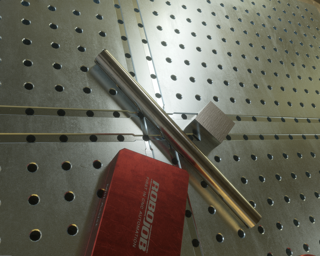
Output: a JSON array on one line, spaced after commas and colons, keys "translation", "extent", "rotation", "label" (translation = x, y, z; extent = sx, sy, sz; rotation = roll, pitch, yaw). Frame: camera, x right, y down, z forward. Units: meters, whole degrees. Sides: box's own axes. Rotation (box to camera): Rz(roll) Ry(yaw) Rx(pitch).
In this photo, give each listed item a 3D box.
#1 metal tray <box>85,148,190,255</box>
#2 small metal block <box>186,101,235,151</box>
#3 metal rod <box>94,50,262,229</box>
[{"translation": [-0.020, 0.096, 0.337], "extent": [0.091, 0.030, 0.130], "rotation": [22, 53, -16], "label": "metal tray"}, {"translation": [0.075, -0.004, 0.453], "extent": [0.050, 0.025, 0.050], "rotation": [43, 51, 1], "label": "small metal block"}, {"translation": [0.021, 0.012, 0.413], "extent": [0.300, 0.025, 0.025], "rotation": [47, 51, 5], "label": "metal rod"}]
